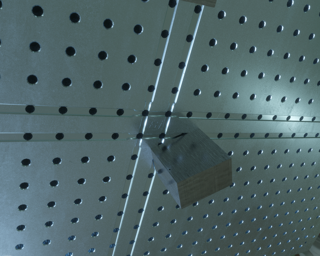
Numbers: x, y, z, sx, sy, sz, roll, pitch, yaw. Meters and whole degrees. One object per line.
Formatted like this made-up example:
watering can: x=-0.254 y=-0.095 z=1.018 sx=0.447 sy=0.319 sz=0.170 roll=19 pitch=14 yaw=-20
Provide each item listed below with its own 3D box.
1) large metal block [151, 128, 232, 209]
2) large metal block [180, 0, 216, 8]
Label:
large metal block: x=0.043 y=0.054 z=0.435 sx=0.081 sy=0.080 sz=0.050 roll=-22 pitch=127 yaw=-16
large metal block: x=0.019 y=-0.170 z=0.301 sx=0.081 sy=0.050 sz=0.079 roll=-1 pitch=119 yaw=-29
